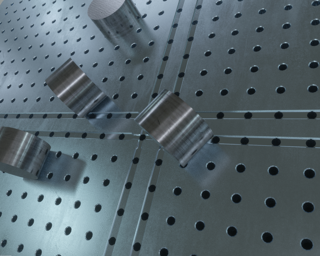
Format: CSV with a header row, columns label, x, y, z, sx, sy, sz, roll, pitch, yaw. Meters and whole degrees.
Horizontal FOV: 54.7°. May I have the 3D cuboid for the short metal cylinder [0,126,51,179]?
label,x,y,z,sx,sy,sz,roll,pitch,yaw
short metal cylinder,-0.211,0.038,0.457,0.080,0.080,0.050,1,63,28

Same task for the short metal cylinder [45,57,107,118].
label,x,y,z,sx,sy,sz,roll,pitch,yaw
short metal cylinder,-0.127,-0.061,0.475,0.050,0.080,0.080,-43,51,-1

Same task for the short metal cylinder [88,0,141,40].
label,x,y,z,sx,sy,sz,roll,pitch,yaw
short metal cylinder,-0.083,-0.208,0.561,0.080,0.050,0.080,-13,56,20

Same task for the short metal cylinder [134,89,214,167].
label,x,y,z,sx,sy,sz,roll,pitch,yaw
short metal cylinder,0.016,0.000,0.364,0.050,0.080,0.080,-46,52,-4
